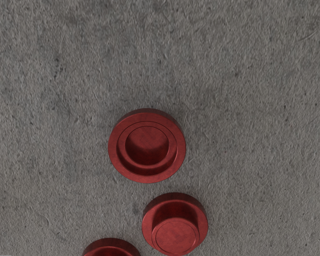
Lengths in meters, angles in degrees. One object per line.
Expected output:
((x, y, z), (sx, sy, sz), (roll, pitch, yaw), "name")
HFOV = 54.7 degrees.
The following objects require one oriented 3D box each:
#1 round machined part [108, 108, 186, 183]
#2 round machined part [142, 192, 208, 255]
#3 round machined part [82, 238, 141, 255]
((-0.016, 0.020, 0.408), (0.099, 0.042, 0.097), (0, 110, 0), "round machined part")
((0.022, 0.148, 0.455), (0.099, 0.042, 0.097), (0, 110, 0), "round machined part")
((-0.078, 0.225, 0.483), (0.099, 0.042, 0.097), (0, 110, 0), "round machined part")
